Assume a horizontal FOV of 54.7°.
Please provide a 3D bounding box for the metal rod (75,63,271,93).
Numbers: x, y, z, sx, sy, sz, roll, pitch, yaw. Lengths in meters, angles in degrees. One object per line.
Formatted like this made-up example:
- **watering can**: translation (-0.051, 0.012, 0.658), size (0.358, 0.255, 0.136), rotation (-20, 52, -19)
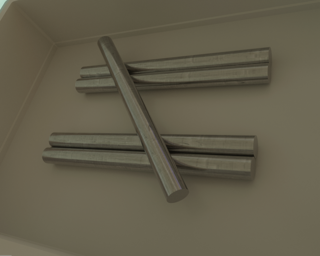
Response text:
- **metal rod**: translation (0.000, -0.068, 0.445), size (0.300, 0.025, 0.025), rotation (1, 62, 28)

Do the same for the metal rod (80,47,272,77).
- **metal rod**: translation (0.005, -0.090, 0.456), size (0.300, 0.025, 0.025), rotation (1, 62, 28)

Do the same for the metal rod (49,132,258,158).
- **metal rod**: translation (-0.029, 0.019, 0.407), size (0.300, 0.025, 0.025), rotation (0, 62, 28)

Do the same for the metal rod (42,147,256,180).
- **metal rod**: translation (-0.035, 0.042, 0.396), size (0.300, 0.025, 0.025), rotation (0, 62, 28)

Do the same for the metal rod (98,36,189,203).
- **metal rod**: translation (-0.036, -0.034, 0.412), size (0.025, 0.025, 0.300), rotation (-33, 51, 7)
